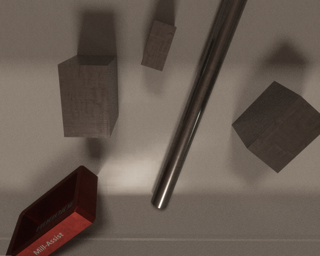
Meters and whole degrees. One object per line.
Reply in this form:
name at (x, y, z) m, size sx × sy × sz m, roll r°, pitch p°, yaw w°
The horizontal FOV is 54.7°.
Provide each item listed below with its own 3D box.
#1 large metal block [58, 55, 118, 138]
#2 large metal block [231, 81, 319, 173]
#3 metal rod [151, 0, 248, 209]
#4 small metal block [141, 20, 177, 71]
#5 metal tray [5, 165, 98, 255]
large metal block at (-0.080, -0.041, 0.366) m, size 0.050 × 0.080 × 0.079 m, roll 1°, pitch 110°, yaw -1°
large metal block at (0.143, -0.004, 0.382) m, size 0.050 × 0.080 × 0.080 m, roll 38°, pitch 106°, yaw -13°
metal rod at (0.045, -0.024, 0.403) m, size 0.025 × 0.025 × 0.298 m, roll 17°, pitch 109°, yaw -7°
small metal block at (-0.002, -0.098, 0.362) m, size 0.025 × 0.050 × 0.050 m, roll 17°, pitch 109°, yaw -7°
metal tray at (-0.143, 0.119, 0.416) m, size 0.130 × 0.090 × 0.030 m, roll -37°, pitch 118°, yaw 12°
